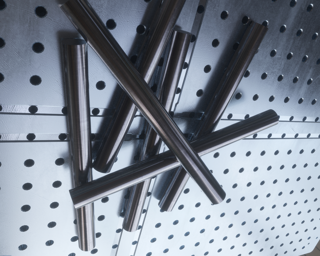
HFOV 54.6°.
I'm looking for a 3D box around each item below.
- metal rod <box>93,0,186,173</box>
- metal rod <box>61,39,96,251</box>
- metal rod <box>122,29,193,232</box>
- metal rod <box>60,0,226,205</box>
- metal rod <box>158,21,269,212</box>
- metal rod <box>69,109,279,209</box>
[{"bbox_3d":[-0.014,-0.077,0.354,0.025,0.025,0.298,13,112,-34],"label":"metal rod"},{"bbox_3d":[-0.096,0.043,0.384,0.025,0.025,0.298,-10,123,-23],"label":"metal rod"},{"bbox_3d":[-0.010,0.020,0.417,0.025,0.025,0.298,1,118,-29],"label":"metal rod"},{"bbox_3d":[-0.003,-0.013,0.357,0.025,0.025,0.300,-38,116,-3],"label":"metal rod"},{"bbox_3d":[0.068,-0.004,0.444,0.025,0.025,0.298,12,112,-34],"label":"metal rod"},{"bbox_3d":[0.031,0.035,0.414,0.302,0.025,0.025,-21,126,-16],"label":"metal rod"}]
